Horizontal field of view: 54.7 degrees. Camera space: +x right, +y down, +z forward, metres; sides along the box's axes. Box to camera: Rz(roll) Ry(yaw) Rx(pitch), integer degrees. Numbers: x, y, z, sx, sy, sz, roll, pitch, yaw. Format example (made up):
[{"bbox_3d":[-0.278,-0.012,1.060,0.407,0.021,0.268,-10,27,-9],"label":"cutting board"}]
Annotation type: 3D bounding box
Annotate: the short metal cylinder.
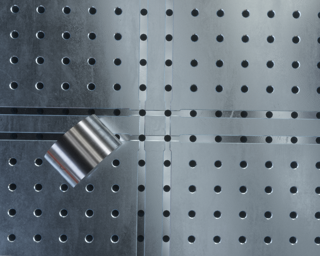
[{"bbox_3d":[-0.094,0.028,0.385,0.080,0.080,0.050,-43,91,0],"label":"short metal cylinder"}]
